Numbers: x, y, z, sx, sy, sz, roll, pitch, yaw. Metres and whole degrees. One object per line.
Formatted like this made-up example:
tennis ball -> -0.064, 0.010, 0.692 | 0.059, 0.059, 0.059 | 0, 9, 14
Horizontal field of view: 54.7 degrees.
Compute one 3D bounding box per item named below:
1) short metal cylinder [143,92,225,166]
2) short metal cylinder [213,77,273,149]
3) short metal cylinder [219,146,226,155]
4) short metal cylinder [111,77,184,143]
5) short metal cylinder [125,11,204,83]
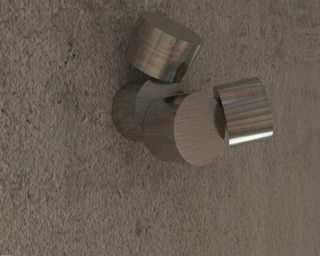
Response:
short metal cylinder -> 0.028, 0.001, 0.350 | 0.081, 0.050, 0.079 | 0, 90, -40
short metal cylinder -> 0.100, -0.019, 0.382 | 0.050, 0.080, 0.079 | -12, 101, 4
short metal cylinder -> 0.057, -0.001, 0.440 | 0.081, 0.050, 0.079 | 0, 90, -40
short metal cylinder -> -0.012, -0.021, 0.381 | 0.081, 0.050, 0.079 | 0, 90, -40
short metal cylinder -> 0.005, -0.096, 0.368 | 0.081, 0.080, 0.050 | 0, 129, -40
